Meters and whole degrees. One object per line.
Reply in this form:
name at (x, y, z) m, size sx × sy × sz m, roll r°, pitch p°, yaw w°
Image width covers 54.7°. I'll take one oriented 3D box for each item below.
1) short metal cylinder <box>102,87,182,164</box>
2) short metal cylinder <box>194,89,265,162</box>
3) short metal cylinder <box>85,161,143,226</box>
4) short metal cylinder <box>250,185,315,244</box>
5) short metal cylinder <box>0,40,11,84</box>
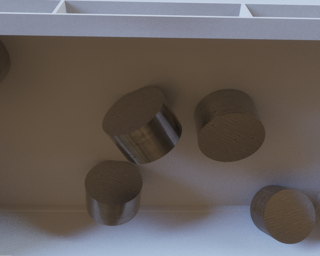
short metal cylinder at (-0.021, -0.004, 0.370) m, size 0.080 × 0.080 × 0.050 m, roll -20°, pitch 127°, yaw 16°
short metal cylinder at (0.086, -0.002, 0.392) m, size 0.081 × 0.050 × 0.079 m, roll 0°, pitch 130°, yaw 0°
short metal cylinder at (-0.068, 0.094, 0.452) m, size 0.081 × 0.080 × 0.050 m, roll 5°, pitch 130°, yaw -5°
short metal cylinder at (0.189, 0.132, 0.481) m, size 0.081 × 0.050 × 0.080 m, roll 0°, pitch 86°, yaw -7°
short metal cylinder at (-0.212, -0.068, 0.332) m, size 0.081 × 0.050 × 0.079 m, roll 0°, pitch 130°, yaw 0°
